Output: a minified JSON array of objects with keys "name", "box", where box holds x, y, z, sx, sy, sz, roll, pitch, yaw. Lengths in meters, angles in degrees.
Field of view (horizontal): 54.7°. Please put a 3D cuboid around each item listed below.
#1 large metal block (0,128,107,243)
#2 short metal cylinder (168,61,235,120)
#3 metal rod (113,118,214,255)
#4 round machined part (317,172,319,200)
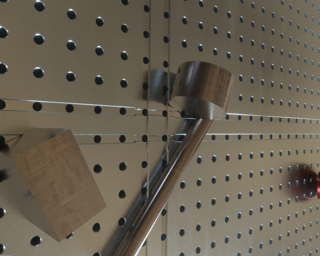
[{"name":"large metal block","box":[-0.105,0.047,0.287,0.050,0.080,0.080,-33,111,-35]},{"name":"short metal cylinder","box":[0.057,-0.049,0.423,0.080,0.080,0.050,26,74,-37]},{"name":"metal rod","box":[0.020,0.059,0.428,0.025,0.025,0.300,49,61,-30]},{"name":"round machined part","box":[0.394,0.137,0.722,0.099,0.042,0.097,-2,92,-57]}]
